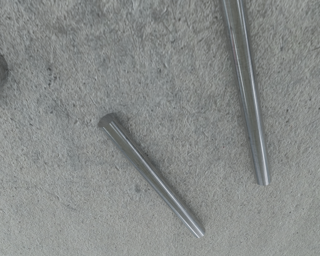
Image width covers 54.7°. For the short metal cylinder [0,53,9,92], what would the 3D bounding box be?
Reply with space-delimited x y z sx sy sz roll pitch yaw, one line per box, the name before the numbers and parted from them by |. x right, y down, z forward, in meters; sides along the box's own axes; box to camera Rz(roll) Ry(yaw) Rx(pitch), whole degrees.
short metal cylinder | -0.217 -0.058 0.339 0.081 0.050 0.079 0 130 0

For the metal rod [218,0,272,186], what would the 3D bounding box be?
metal rod | 0.111 -0.029 0.382 0.025 0.025 0.299 -14 129 12

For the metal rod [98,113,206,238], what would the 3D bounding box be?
metal rod | 0.001 0.090 0.483 0.025 0.025 0.300 -22 127 18
